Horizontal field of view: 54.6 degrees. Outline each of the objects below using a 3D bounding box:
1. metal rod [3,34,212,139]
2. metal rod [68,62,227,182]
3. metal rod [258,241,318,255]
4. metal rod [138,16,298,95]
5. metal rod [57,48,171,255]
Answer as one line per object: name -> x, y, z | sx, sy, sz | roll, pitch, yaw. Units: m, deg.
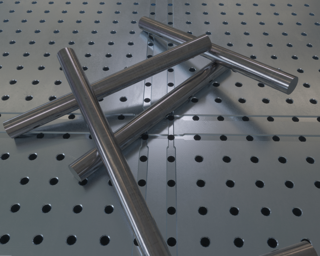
metal rod -> -0.064, -0.062, 0.430 | 0.301, 0.025, 0.025 | -26, 54, -9
metal rod -> 0.005, -0.029, 0.432 | 0.025, 0.025, 0.302 | 37, 59, 26
metal rod -> 0.003, 0.156, 0.276 | 0.302, 0.025, 0.025 | -13, 51, -11
metal rod -> 0.070, -0.123, 0.483 | 0.025, 0.025, 0.300 | -35, 49, -26
metal rod -> -0.063, 0.017, 0.360 | 0.025, 0.025, 0.299 | -21, 63, -17
